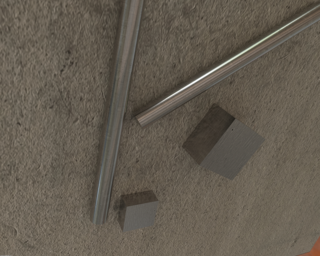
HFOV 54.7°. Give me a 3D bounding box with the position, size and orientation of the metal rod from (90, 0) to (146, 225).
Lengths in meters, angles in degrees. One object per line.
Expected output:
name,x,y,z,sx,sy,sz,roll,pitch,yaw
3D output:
metal rod,-0.057,-0.003,0.375,0.025,0.025,0.298,-2,119,-28

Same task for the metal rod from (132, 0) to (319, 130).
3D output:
metal rod,0.099,-0.087,0.408,0.301,0.025,0.025,-32,129,-8

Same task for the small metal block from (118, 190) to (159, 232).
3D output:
small metal block,-0.034,0.125,0.467,0.050,0.025,0.050,-4,120,-27

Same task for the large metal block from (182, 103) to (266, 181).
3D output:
large metal block,0.094,0.022,0.458,0.080,0.050,0.080,28,103,-38
